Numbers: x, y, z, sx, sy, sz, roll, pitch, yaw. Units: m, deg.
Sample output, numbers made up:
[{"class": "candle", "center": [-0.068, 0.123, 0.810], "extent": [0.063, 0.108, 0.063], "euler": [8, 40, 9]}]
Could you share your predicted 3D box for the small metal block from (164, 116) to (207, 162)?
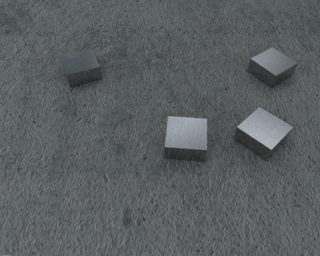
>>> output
[{"class": "small metal block", "center": [0.033, 0.013, 0.392], "extent": [0.050, 0.025, 0.050], "euler": [4, 50, 3]}]

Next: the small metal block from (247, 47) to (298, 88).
[{"class": "small metal block", "center": [0.175, -0.095, 0.484], "extent": [0.050, 0.025, 0.050], "euler": [-29, 56, -22]}]

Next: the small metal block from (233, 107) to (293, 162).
[{"class": "small metal block", "center": [0.132, 0.007, 0.398], "extent": [0.050, 0.025, 0.050], "euler": [-37, 59, -27]}]

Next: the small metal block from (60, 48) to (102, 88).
[{"class": "small metal block", "center": [-0.123, -0.094, 0.481], "extent": [0.050, 0.025, 0.050], "euler": [-18, 52, -15]}]
